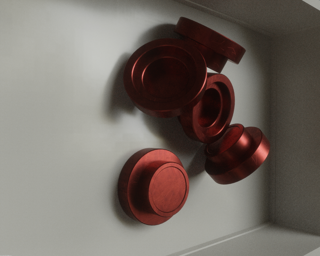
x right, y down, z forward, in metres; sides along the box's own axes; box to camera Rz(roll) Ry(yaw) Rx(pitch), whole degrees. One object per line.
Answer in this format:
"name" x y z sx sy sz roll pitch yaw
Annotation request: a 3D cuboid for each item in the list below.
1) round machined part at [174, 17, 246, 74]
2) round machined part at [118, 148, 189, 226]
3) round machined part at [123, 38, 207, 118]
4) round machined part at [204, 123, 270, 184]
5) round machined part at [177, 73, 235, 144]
"round machined part" 0.061 -0.108 0.419 0.099 0.098 0.042 15 109 -39
"round machined part" -0.001 0.075 0.395 0.099 0.042 0.097 0 90 -40
"round machined part" 0.008 -0.057 0.379 0.042 0.098 0.098 67 41 -68
"round machined part" 0.103 0.031 0.447 0.042 0.098 0.098 48 61 -15
"round machined part" 0.061 -0.030 0.437 0.099 0.042 0.097 -16 113 -42
